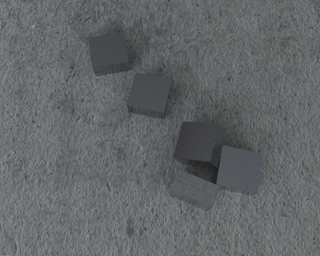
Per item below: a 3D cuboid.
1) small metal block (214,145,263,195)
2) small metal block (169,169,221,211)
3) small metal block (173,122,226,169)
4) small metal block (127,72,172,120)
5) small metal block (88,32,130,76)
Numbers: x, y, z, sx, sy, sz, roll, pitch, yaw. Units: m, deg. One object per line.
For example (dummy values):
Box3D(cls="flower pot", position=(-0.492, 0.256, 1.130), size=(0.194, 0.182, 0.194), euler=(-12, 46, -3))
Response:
Box3D(cls="small metal block", position=(0.097, 0.054, 0.389), size=(0.050, 0.025, 0.050), euler=(12, 70, 4))
Box3D(cls="small metal block", position=(0.040, 0.075, 0.368), size=(0.050, 0.050, 0.025), euler=(22, 72, 8))
Box3D(cls="small metal block", position=(0.050, 0.021, 0.389), size=(0.050, 0.025, 0.050), euler=(3, 67, 33))
Box3D(cls="small metal block", position=(-0.014, -0.044, 0.424), size=(0.050, 0.025, 0.050), euler=(12, 70, 4))
Box3D(cls="small metal block", position=(-0.073, -0.106, 0.446), size=(0.050, 0.025, 0.050), euler=(-10, 70, -4))
